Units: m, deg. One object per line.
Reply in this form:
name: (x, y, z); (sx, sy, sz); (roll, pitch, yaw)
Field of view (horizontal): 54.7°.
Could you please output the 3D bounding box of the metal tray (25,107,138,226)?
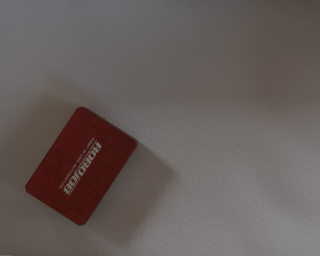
metal tray: (-0.101, 0.049, 0.408); (0.090, 0.030, 0.130); (33, 90, 0)
